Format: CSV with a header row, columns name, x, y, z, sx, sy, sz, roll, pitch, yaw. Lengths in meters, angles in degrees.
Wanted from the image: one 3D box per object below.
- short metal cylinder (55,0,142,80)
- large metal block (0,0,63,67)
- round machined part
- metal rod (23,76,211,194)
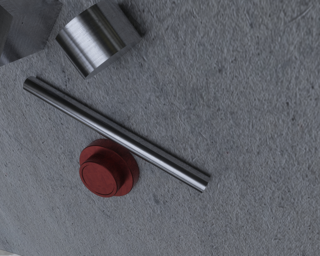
name,x,y,z,sx,sy,sz,roll,pitch,yaw
short metal cylinder,-0.067,-0.097,0.345,0.080,0.080,0.050,-29,103,37
large metal block,-0.178,-0.131,0.382,0.050,0.080,0.080,43,129,-2
round machined part,-0.085,0.069,0.481,0.098,0.042,0.097,13,124,20
metal rod,-0.067,0.006,0.443,0.301,0.025,0.025,29,128,9
